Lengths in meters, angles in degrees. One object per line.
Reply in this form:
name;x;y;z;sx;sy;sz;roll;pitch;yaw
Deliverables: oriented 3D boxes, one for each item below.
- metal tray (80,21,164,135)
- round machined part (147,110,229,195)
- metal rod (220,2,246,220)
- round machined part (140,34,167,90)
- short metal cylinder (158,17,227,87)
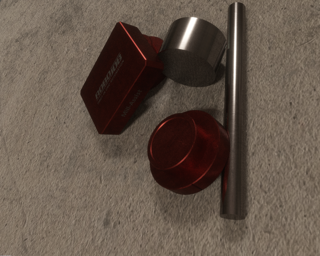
metal tray;-0.057;-0.064;0.422;0.129;0.030;0.090;-52;53;31
round machined part;0.024;0.022;0.350;0.098;0.042;0.098;-25;49;32
metal rod;0.092;-0.042;0.380;0.025;0.025;0.299;-6;59;25
round machined part;-0.034;-0.104;0.473;0.098;0.042;0.098;-13;56;20
short metal cylinder;0.041;-0.097;0.406;0.080;0.080;0.050;9;66;31
